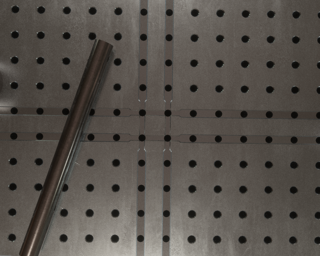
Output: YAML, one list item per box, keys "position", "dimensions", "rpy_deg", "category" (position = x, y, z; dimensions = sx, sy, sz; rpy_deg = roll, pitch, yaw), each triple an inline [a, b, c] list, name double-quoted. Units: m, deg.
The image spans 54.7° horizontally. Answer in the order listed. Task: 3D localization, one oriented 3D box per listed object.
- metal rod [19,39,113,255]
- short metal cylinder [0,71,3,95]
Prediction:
- position: [-0.124, 0.028, 0.411]
  dimensions: [0.025, 0.025, 0.299]
  rpy_deg: [20, 90, -1]
  category: "metal rod"
- position: [-0.255, -0.062, 0.397]
  dimensions: [0.081, 0.050, 0.079]
  rpy_deg: [0, 90, -1]
  category: "short metal cylinder"
